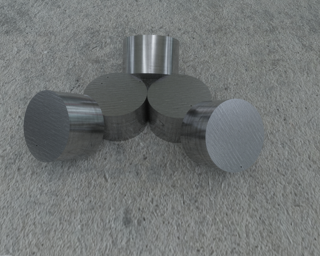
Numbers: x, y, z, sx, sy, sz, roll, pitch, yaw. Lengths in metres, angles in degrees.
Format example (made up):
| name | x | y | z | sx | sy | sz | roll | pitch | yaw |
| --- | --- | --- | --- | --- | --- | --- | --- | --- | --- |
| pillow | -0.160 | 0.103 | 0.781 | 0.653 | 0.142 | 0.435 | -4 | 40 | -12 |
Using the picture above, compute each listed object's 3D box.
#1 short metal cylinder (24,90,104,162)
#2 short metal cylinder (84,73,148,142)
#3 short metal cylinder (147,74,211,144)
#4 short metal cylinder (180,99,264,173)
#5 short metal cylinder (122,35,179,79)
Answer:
| name | x | y | z | sx | sy | sz | roll | pitch | yaw |
| --- | --- | --- | --- | --- | --- | --- | --- | --- | --- |
| short metal cylinder | -0.112 | -0.002 | 0.362 | 0.080 | 0.080 | 0.050 | 39 | 20 | 28 |
| short metal cylinder | -0.056 | -0.029 | 0.412 | 0.080 | 0.050 | 0.080 | 0 | 50 | 0 |
| short metal cylinder | 0.024 | -0.026 | 0.410 | 0.080 | 0.050 | 0.080 | 0 | 50 | 0 |
| short metal cylinder | 0.071 | 0.007 | 0.355 | 0.081 | 0.080 | 0.050 | -30 | 15 | -23 |
| short metal cylinder | -0.013 | -0.098 | 0.444 | 0.080 | 0.080 | 0.050 | 1 | 93 | 1 |
